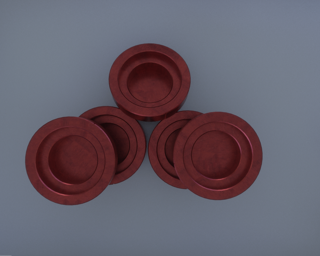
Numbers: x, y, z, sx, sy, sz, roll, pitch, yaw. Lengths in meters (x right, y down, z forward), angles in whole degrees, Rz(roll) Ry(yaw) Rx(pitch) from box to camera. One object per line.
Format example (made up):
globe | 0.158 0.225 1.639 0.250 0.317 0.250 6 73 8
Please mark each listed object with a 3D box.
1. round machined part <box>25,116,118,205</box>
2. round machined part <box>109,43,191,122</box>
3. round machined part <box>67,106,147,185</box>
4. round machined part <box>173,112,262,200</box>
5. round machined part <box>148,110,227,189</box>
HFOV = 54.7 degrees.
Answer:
round machined part | -0.098 0.036 0.359 0.099 0.042 0.097 0 90 0
round machined part | -0.013 -0.053 0.391 0.099 0.042 0.098 1 72 -1
round machined part | -0.066 0.022 0.401 0.099 0.042 0.097 0 90 0
round machined part | 0.064 0.031 0.360 0.099 0.042 0.097 0 90 0
round machined part | 0.034 0.027 0.402 0.099 0.042 0.097 0 90 0
